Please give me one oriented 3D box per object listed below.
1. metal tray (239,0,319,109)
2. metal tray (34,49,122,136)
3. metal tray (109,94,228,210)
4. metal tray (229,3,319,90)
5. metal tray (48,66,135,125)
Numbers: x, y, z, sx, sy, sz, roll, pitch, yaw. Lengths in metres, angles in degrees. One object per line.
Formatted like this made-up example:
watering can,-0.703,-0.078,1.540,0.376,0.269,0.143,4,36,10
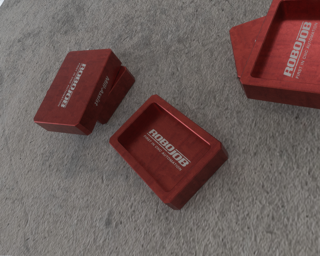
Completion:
metal tray,0.152,-0.088,0.334,0.090,0.030,0.130,14,69,33
metal tray,-0.120,-0.056,0.459,0.090,0.030,0.130,5,64,30
metal tray,0.006,0.024,0.382,0.090,0.030,0.130,-46,51,-4
metal tray,0.158,-0.104,0.381,0.130,0.030,0.090,-14,56,20
metal tray,-0.114,-0.067,0.501,0.130,0.030,0.090,22,73,36
